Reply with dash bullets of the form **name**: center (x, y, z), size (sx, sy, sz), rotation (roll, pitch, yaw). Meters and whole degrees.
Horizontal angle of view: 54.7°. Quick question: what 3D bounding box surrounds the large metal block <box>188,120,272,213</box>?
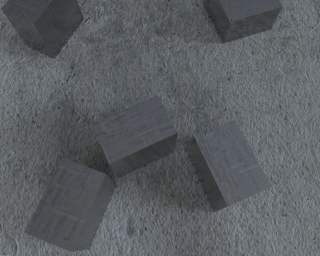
- **large metal block**: center (0.075, 0.048, 0.362), size (0.050, 0.080, 0.080), rotation (-22, 72, -8)

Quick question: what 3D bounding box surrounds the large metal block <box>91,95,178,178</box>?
- **large metal block**: center (-0.028, 0.014, 0.374), size (0.080, 0.080, 0.050), rotation (-25, 72, -9)

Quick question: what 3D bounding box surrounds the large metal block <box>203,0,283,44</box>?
- **large metal block**: center (0.120, -0.184, 0.463), size (0.080, 0.050, 0.080), rotation (-18, 71, -7)

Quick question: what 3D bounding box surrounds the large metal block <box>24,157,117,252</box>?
- **large metal block**: center (-0.093, 0.087, 0.346), size (0.050, 0.080, 0.080), rotation (20, 71, 7)

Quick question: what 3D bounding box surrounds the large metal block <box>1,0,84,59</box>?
- **large metal block**: center (-0.159, -0.159, 0.436), size (0.050, 0.080, 0.080), rotation (26, 72, 9)
